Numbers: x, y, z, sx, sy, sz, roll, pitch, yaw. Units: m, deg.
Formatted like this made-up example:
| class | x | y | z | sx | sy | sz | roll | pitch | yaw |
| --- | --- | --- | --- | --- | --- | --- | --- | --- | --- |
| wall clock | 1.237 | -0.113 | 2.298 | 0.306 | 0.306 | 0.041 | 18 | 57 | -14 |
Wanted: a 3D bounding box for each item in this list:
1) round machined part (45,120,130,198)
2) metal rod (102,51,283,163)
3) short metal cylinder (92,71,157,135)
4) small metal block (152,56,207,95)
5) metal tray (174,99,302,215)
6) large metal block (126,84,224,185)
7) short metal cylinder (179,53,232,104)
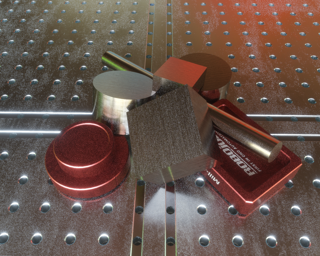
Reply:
| class | x | y | z | sx | sy | sz | roll | pitch | yaw |
| --- | --- | --- | --- | --- | --- | --- | --- | --- | --- |
| round machined part | -0.086 | 0.029 | 0.366 | 0.099 | 0.042 | 0.098 | 0 | 50 | 0 |
| metal rod | 0.018 | -0.043 | 0.407 | 0.025 | 0.025 | 0.300 | -35 | 49 | -26 |
| short metal cylinder | -0.046 | -0.035 | 0.401 | 0.081 | 0.050 | 0.080 | 7 | 33 | -4 |
| small metal block | 0.025 | -0.060 | 0.385 | 0.050 | 0.025 | 0.050 | 21 | 45 | 17 |
| metal tray | 0.089 | 0.028 | 0.376 | 0.091 | 0.030 | 0.130 | -29 | 56 | -23 |
| large metal block | 0.015 | 0.010 | 0.344 | 0.080 | 0.050 | 0.080 | -23 | 62 | 24 |
| short metal cylinder | 0.057 | -0.062 | 0.440 | 0.081 | 0.050 | 0.080 | 0 | 50 | 0 |
